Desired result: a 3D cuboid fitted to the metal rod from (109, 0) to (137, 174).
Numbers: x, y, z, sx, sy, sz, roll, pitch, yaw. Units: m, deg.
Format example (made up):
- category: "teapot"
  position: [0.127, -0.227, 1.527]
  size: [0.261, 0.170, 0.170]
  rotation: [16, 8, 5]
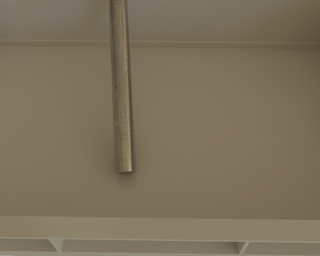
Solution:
- category: "metal rod"
  position: [-0.051, -0.091, 0.403]
  size: [0.025, 0.025, 0.299]
  rotation: [-4, 75, -3]
